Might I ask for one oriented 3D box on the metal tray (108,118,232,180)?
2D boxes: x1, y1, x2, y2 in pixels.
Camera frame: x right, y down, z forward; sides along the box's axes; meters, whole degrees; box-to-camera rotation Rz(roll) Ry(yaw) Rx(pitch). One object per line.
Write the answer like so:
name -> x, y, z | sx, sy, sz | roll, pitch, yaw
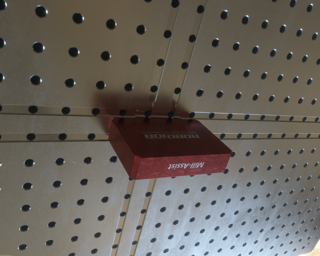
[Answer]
metal tray -> 0.012, 0.022, 0.388 | 0.131, 0.090, 0.030 | 0, 119, -28
